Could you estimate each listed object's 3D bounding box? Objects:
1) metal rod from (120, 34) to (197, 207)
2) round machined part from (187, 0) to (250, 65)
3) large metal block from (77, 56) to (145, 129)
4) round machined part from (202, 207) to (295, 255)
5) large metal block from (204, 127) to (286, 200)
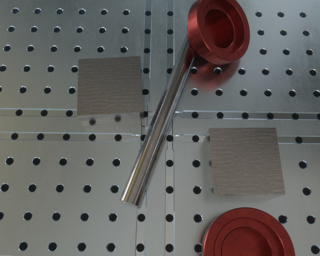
[{"bbox_3d":[0.014,-0.040,0.426,0.025,0.025,0.300,19,71,7],"label":"metal rod"},{"bbox_3d":[0.077,-0.137,0.437,0.099,0.042,0.097,4,82,-33],"label":"round machined part"},{"bbox_3d":[-0.063,-0.046,0.415,0.081,0.050,0.080,-3,70,-2],"label":"large metal block"},{"bbox_3d":[0.096,0.142,0.351,0.099,0.042,0.098,0,70,0],"label":"round machined part"},{"bbox_3d":[0.100,0.045,0.382,0.081,0.050,0.080,0,70,0],"label":"large metal block"}]
